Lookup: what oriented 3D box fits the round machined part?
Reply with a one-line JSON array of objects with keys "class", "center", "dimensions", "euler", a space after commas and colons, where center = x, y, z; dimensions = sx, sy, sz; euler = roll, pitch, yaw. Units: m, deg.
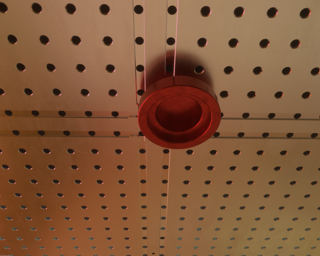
[{"class": "round machined part", "center": [0.023, -0.023, 0.381], "dimensions": [0.099, 0.042, 0.097], "euler": [-1, 130, 0]}]
